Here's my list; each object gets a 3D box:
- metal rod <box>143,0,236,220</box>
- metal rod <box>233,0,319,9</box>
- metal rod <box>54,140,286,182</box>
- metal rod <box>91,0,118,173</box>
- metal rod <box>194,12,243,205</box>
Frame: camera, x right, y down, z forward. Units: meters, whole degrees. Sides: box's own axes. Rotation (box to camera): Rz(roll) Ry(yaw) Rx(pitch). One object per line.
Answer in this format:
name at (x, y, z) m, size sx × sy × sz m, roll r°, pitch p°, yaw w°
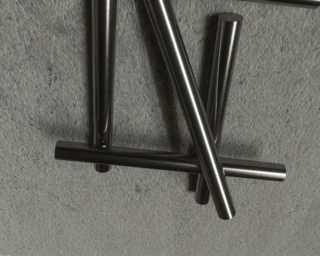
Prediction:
metal rod at (0.041, -0.011, 0.355) m, size 0.025 × 0.025 × 0.299 m, roll -15°, pitch 116°, yaw 12°
metal rod at (0.003, -0.132, 0.269) m, size 0.302 × 0.025 × 0.025 m, roll 1°, pitch 131°, yaw -12°
metal rod at (0.018, 0.045, 0.410) m, size 0.302 × 0.025 × 0.025 m, roll 6°, pitch 130°, yaw -6°
metal rod at (-0.065, -0.056, 0.358) m, size 0.025 × 0.025 × 0.298 m, roll 5°, pitch 130°, yaw -5°
metal rod at (0.070, 0.002, 0.408) m, size 0.025 × 0.025 × 0.298 m, roll 0°, pitch 130°, yaw 0°
